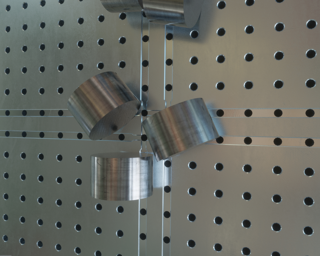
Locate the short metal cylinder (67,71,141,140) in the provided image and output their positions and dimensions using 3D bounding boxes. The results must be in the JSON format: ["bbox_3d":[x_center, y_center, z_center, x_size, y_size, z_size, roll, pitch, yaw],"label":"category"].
[{"bbox_3d":[-0.073,-0.028,0.408,0.080,0.080,0.050,-42,77,15],"label":"short metal cylinder"}]

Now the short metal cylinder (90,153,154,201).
[{"bbox_3d":[-0.049,0.060,0.400,0.080,0.080,0.050,0,90,19],"label":"short metal cylinder"}]

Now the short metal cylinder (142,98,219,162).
[{"bbox_3d":[0.025,0.003,0.374,0.080,0.080,0.050,-24,82,18],"label":"short metal cylinder"}]

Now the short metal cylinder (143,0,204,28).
[{"bbox_3d":[0.019,-0.166,0.376,0.050,0.080,0.079,15,95,19],"label":"short metal cylinder"}]

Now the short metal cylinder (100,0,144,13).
[{"bbox_3d":[-0.041,-0.191,0.397,0.050,0.080,0.079,5,92,19],"label":"short metal cylinder"}]
